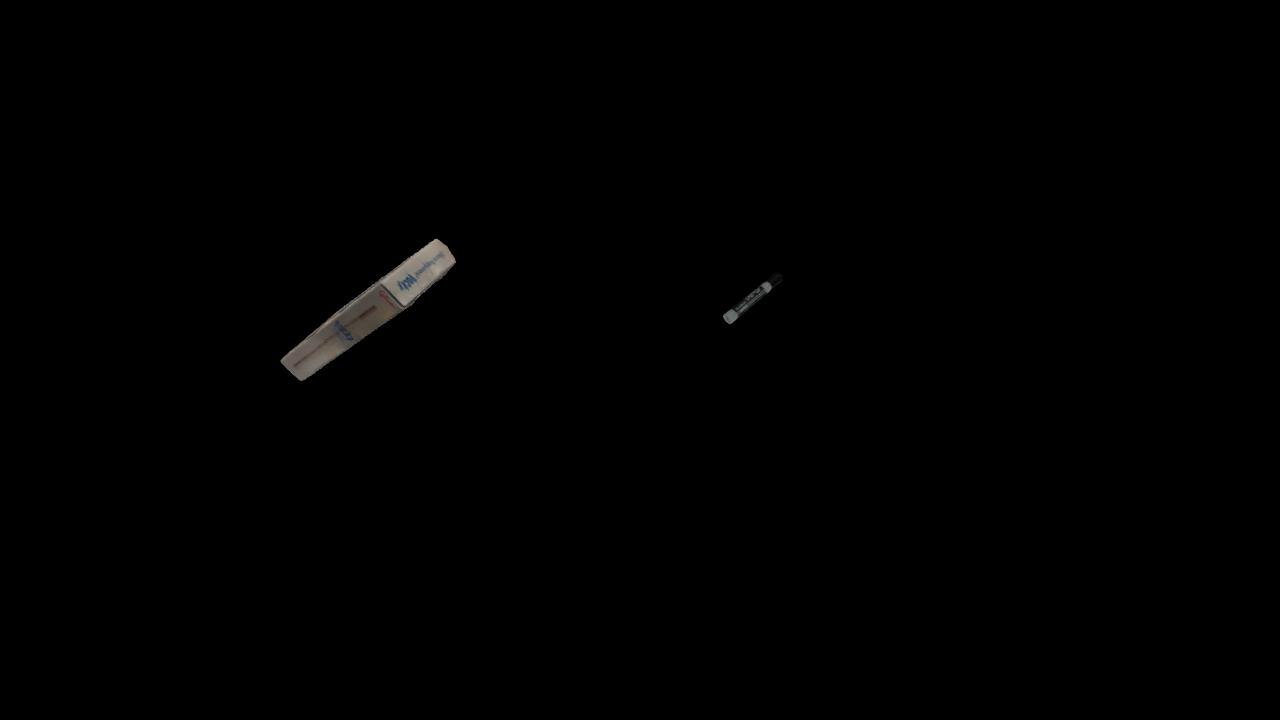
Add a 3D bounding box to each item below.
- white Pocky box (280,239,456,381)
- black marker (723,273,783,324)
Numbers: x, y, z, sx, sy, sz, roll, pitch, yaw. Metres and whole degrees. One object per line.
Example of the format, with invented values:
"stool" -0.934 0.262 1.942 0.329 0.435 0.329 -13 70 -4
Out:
"white Pocky box" -0.228 -0.040 0.513 0.154 0.028 0.084 -25 24 30
"black marker" 0.181 -0.099 0.973 0.121 0.020 0.020 -39 12 -15
